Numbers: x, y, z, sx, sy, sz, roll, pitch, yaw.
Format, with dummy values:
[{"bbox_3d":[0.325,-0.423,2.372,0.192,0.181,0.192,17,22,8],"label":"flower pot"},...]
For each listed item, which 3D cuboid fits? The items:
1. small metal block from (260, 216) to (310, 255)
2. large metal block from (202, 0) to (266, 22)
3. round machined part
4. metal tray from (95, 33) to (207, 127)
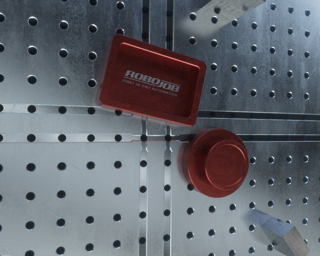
[{"bbox_3d":[0.189,0.167,0.469,0.025,0.050,0.050,-38,102,-16],"label":"small metal block"},{"bbox_3d":[0.108,-0.204,0.423,0.050,0.080,0.080,18,84,-19],"label":"large metal block"},{"bbox_3d":[0.084,0.050,0.435,0.099,0.042,0.097,0,90,-20],"label":"round machined part"},{"bbox_3d":[-0.009,-0.058,0.406,0.131,0.030,0.090,13,86,-20],"label":"metal tray"}]
